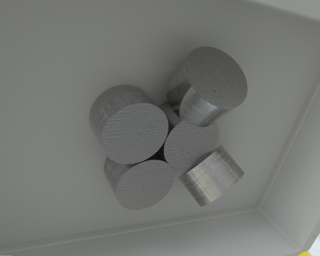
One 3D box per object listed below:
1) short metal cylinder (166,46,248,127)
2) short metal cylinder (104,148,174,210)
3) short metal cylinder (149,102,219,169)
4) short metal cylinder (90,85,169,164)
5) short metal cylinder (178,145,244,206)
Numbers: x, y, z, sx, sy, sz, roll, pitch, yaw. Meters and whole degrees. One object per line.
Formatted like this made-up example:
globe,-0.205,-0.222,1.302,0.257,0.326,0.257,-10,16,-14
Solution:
short metal cylinder,0.054,-0.048,0.363,0.081,0.080,0.050,-3,158,-27
short metal cylinder,-0.028,0.062,0.414,0.081,0.050,0.079,-14,125,-21
short metal cylinder,0.031,0.007,0.413,0.081,0.050,0.079,-14,125,-21
short metal cylinder,-0.037,-0.004,0.368,0.081,0.050,0.079,-14,125,-21
short metal cylinder,0.074,0.068,0.448,0.080,0.050,0.080,-37,174,-4
